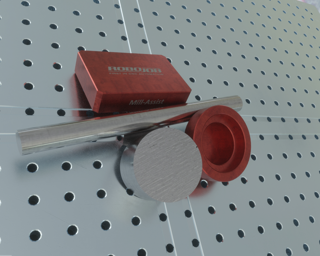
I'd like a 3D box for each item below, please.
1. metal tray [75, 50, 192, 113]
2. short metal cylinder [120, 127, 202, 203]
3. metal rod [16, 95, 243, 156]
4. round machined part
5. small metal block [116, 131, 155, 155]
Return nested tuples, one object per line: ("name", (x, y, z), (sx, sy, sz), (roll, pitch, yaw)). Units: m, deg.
("metal tray", (-0.035, -0.063, 0.408), (0.131, 0.030, 0.090), (-5, 46, -31))
("short metal cylinder", (0.000, 0.043, 0.352), (0.081, 0.050, 0.080), (4, 79, -22))
("metal rod", (-0.010, -0.011, 0.378), (0.303, 0.025, 0.025), (-12, 68, -33))
("round machined part", (0.070, 0.021, 0.409), (0.099, 0.042, 0.097), (5, 81, -32))
("small metal block", (-0.025, 0.012, 0.399), (0.050, 0.025, 0.050), (17, 55, -19))
